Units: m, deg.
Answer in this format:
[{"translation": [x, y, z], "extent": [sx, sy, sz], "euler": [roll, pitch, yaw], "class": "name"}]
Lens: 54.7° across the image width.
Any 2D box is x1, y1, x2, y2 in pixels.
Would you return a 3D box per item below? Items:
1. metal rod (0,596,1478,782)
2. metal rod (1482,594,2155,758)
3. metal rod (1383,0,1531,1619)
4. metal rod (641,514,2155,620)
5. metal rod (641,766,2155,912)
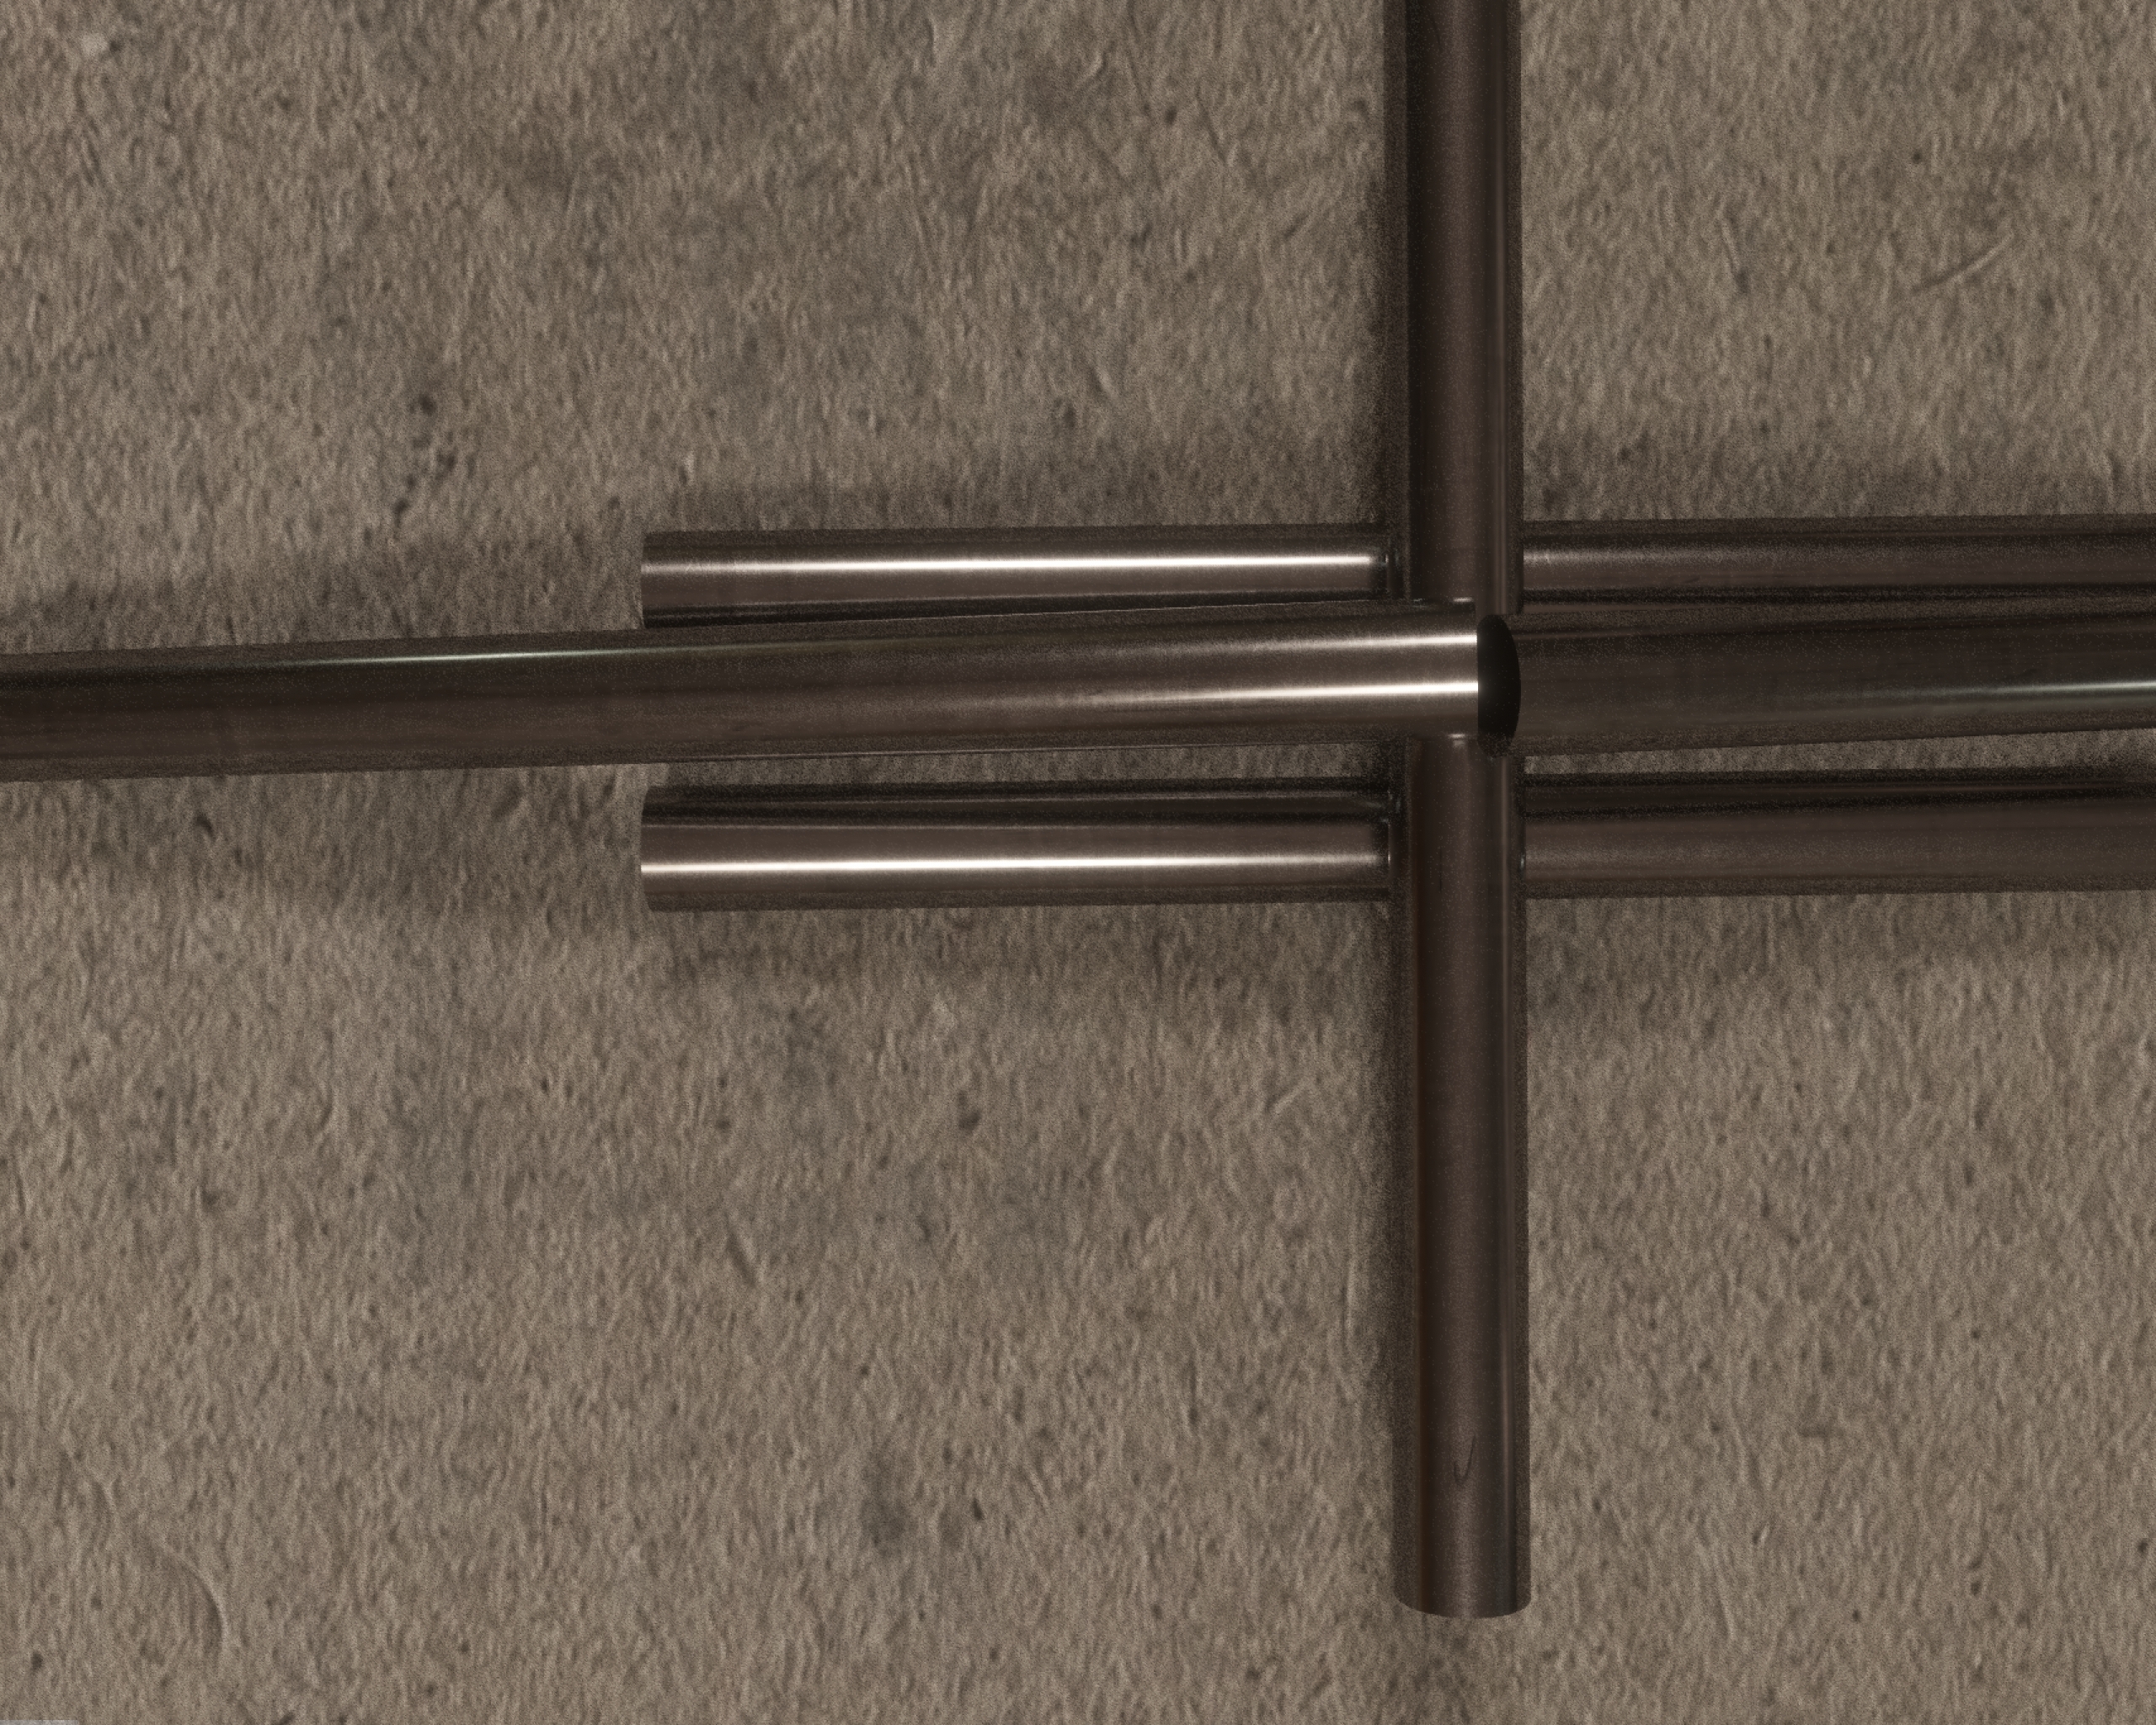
[{"translation": [-0.080, -0.031, 0.385], "extent": [0.302, 0.025, 0.025], "euler": [-1, 90, 9], "class": "metal rod"}, {"translation": [0.220, -0.038, 0.389], "extent": [0.302, 0.025, 0.025], "euler": [-3, 90, -11], "class": "metal rod"}, {"translation": [0.070, -0.013, 0.387], "extent": [0.025, 0.025, 0.298], "euler": [0, 90, -1], "class": "metal rod"}, {"translation": [0.068, -0.055, 0.411], "extent": [0.302, 0.025, 0.025], "euler": [-1, 90, -1], "class": "metal rod"}, {"translation": [0.068, -0.005, 0.411], "extent": [0.302, 0.025, 0.025], "euler": [-1, 90, -1], "class": "metal rod"}]
